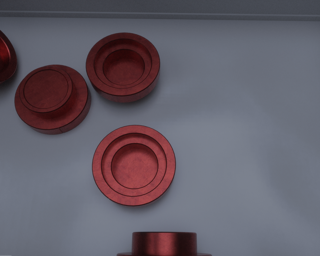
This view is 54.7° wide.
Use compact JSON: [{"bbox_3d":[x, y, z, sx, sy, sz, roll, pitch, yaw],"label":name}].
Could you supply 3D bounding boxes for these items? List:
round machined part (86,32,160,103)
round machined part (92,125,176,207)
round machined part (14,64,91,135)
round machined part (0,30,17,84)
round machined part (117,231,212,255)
[{"bbox_3d":[-0.049,-0.079,0.429,0.099,0.042,0.098,0,70,0],"label":"round machined part"},{"bbox_3d":[-0.030,0.049,0.382,0.099,0.042,0.098,0,70,0],"label":"round machined part"},{"bbox_3d":[-0.146,-0.043,0.415,0.099,0.042,0.098,0,70,0],"label":"round machined part"},{"bbox_3d":[-0.250,-0.098,0.415,0.042,0.098,0.098,-23,67,30],"label":"round machined part"},{"bbox_3d":[0.005,0.131,0.323,0.099,0.098,0.042,1,70,0],"label":"round machined part"}]
